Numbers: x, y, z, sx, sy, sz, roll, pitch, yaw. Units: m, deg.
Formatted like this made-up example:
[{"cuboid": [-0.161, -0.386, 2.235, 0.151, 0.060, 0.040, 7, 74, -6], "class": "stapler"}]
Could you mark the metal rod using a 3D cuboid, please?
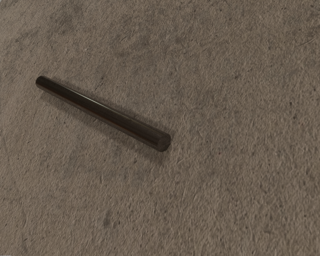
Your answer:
[{"cuboid": [-0.105, -0.032, 0.476, 0.300, 0.025, 0.025, 25, 75, 36], "class": "metal rod"}]
